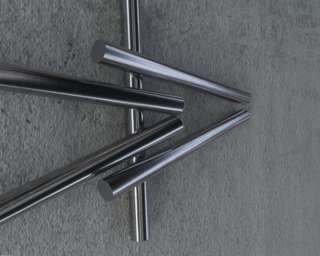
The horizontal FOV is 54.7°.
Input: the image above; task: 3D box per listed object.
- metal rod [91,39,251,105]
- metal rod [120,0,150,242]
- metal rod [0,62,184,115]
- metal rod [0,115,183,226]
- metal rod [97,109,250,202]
[{"bbox_3d":[0.041,-0.064,0.422,0.302,0.025,0.025,7,86,-46],"label":"metal rod"},{"bbox_3d":[-0.031,-0.012,0.382,0.025,0.025,0.298,-4,93,-40],"label":"metal rod"},{"bbox_3d":[-0.102,-0.041,0.304,0.302,0.025,0.025,6,86,-34],"label":"metal rod"},{"bbox_3d":[-0.095,0.051,0.309,0.302,0.025,0.025,-26,107,-32],"label":"metal rod"},{"bbox_3d":[0.043,0.022,0.424,0.302,0.025,0.025,-23,105,-44],"label":"metal rod"}]
